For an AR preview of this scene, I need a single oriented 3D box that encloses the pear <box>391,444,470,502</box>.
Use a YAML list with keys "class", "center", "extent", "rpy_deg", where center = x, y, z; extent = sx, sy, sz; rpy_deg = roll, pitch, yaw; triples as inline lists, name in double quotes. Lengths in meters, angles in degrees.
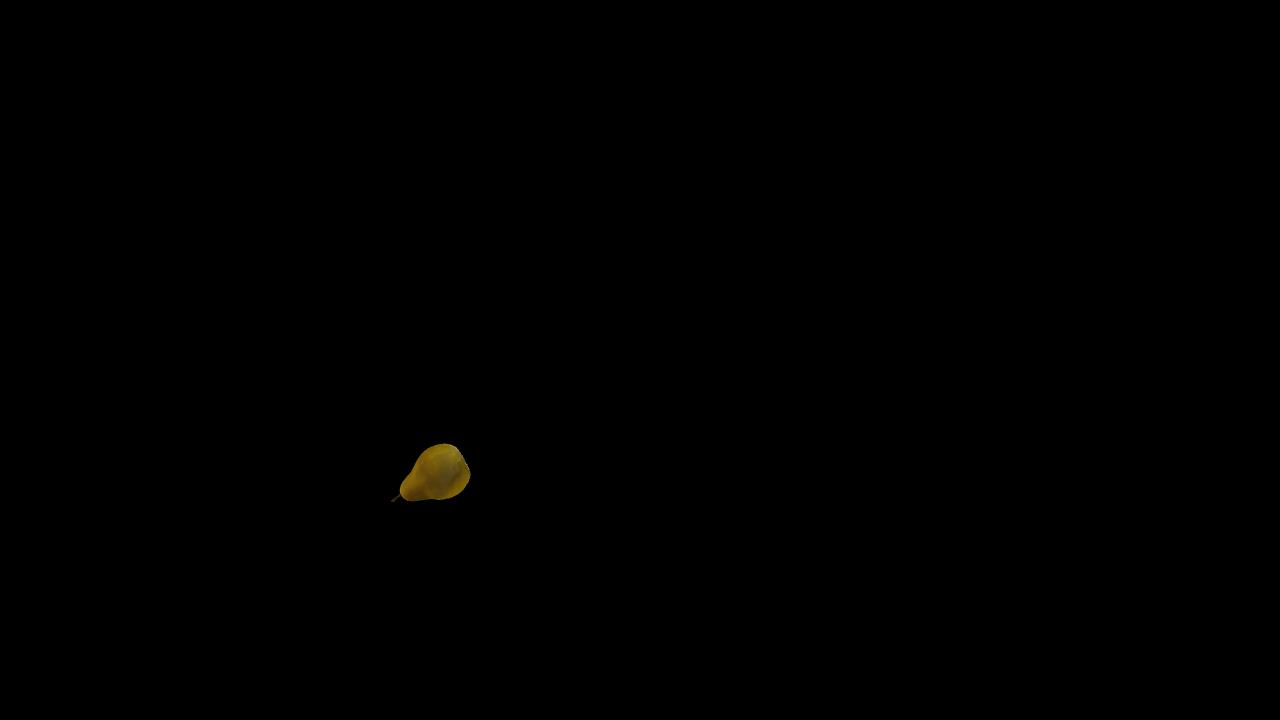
- class: "pear"
  center: [-0.292, 0.163, 0.842]
  extent: [0.111, 0.080, 0.080]
  rpy_deg: [-30, 9, -16]
